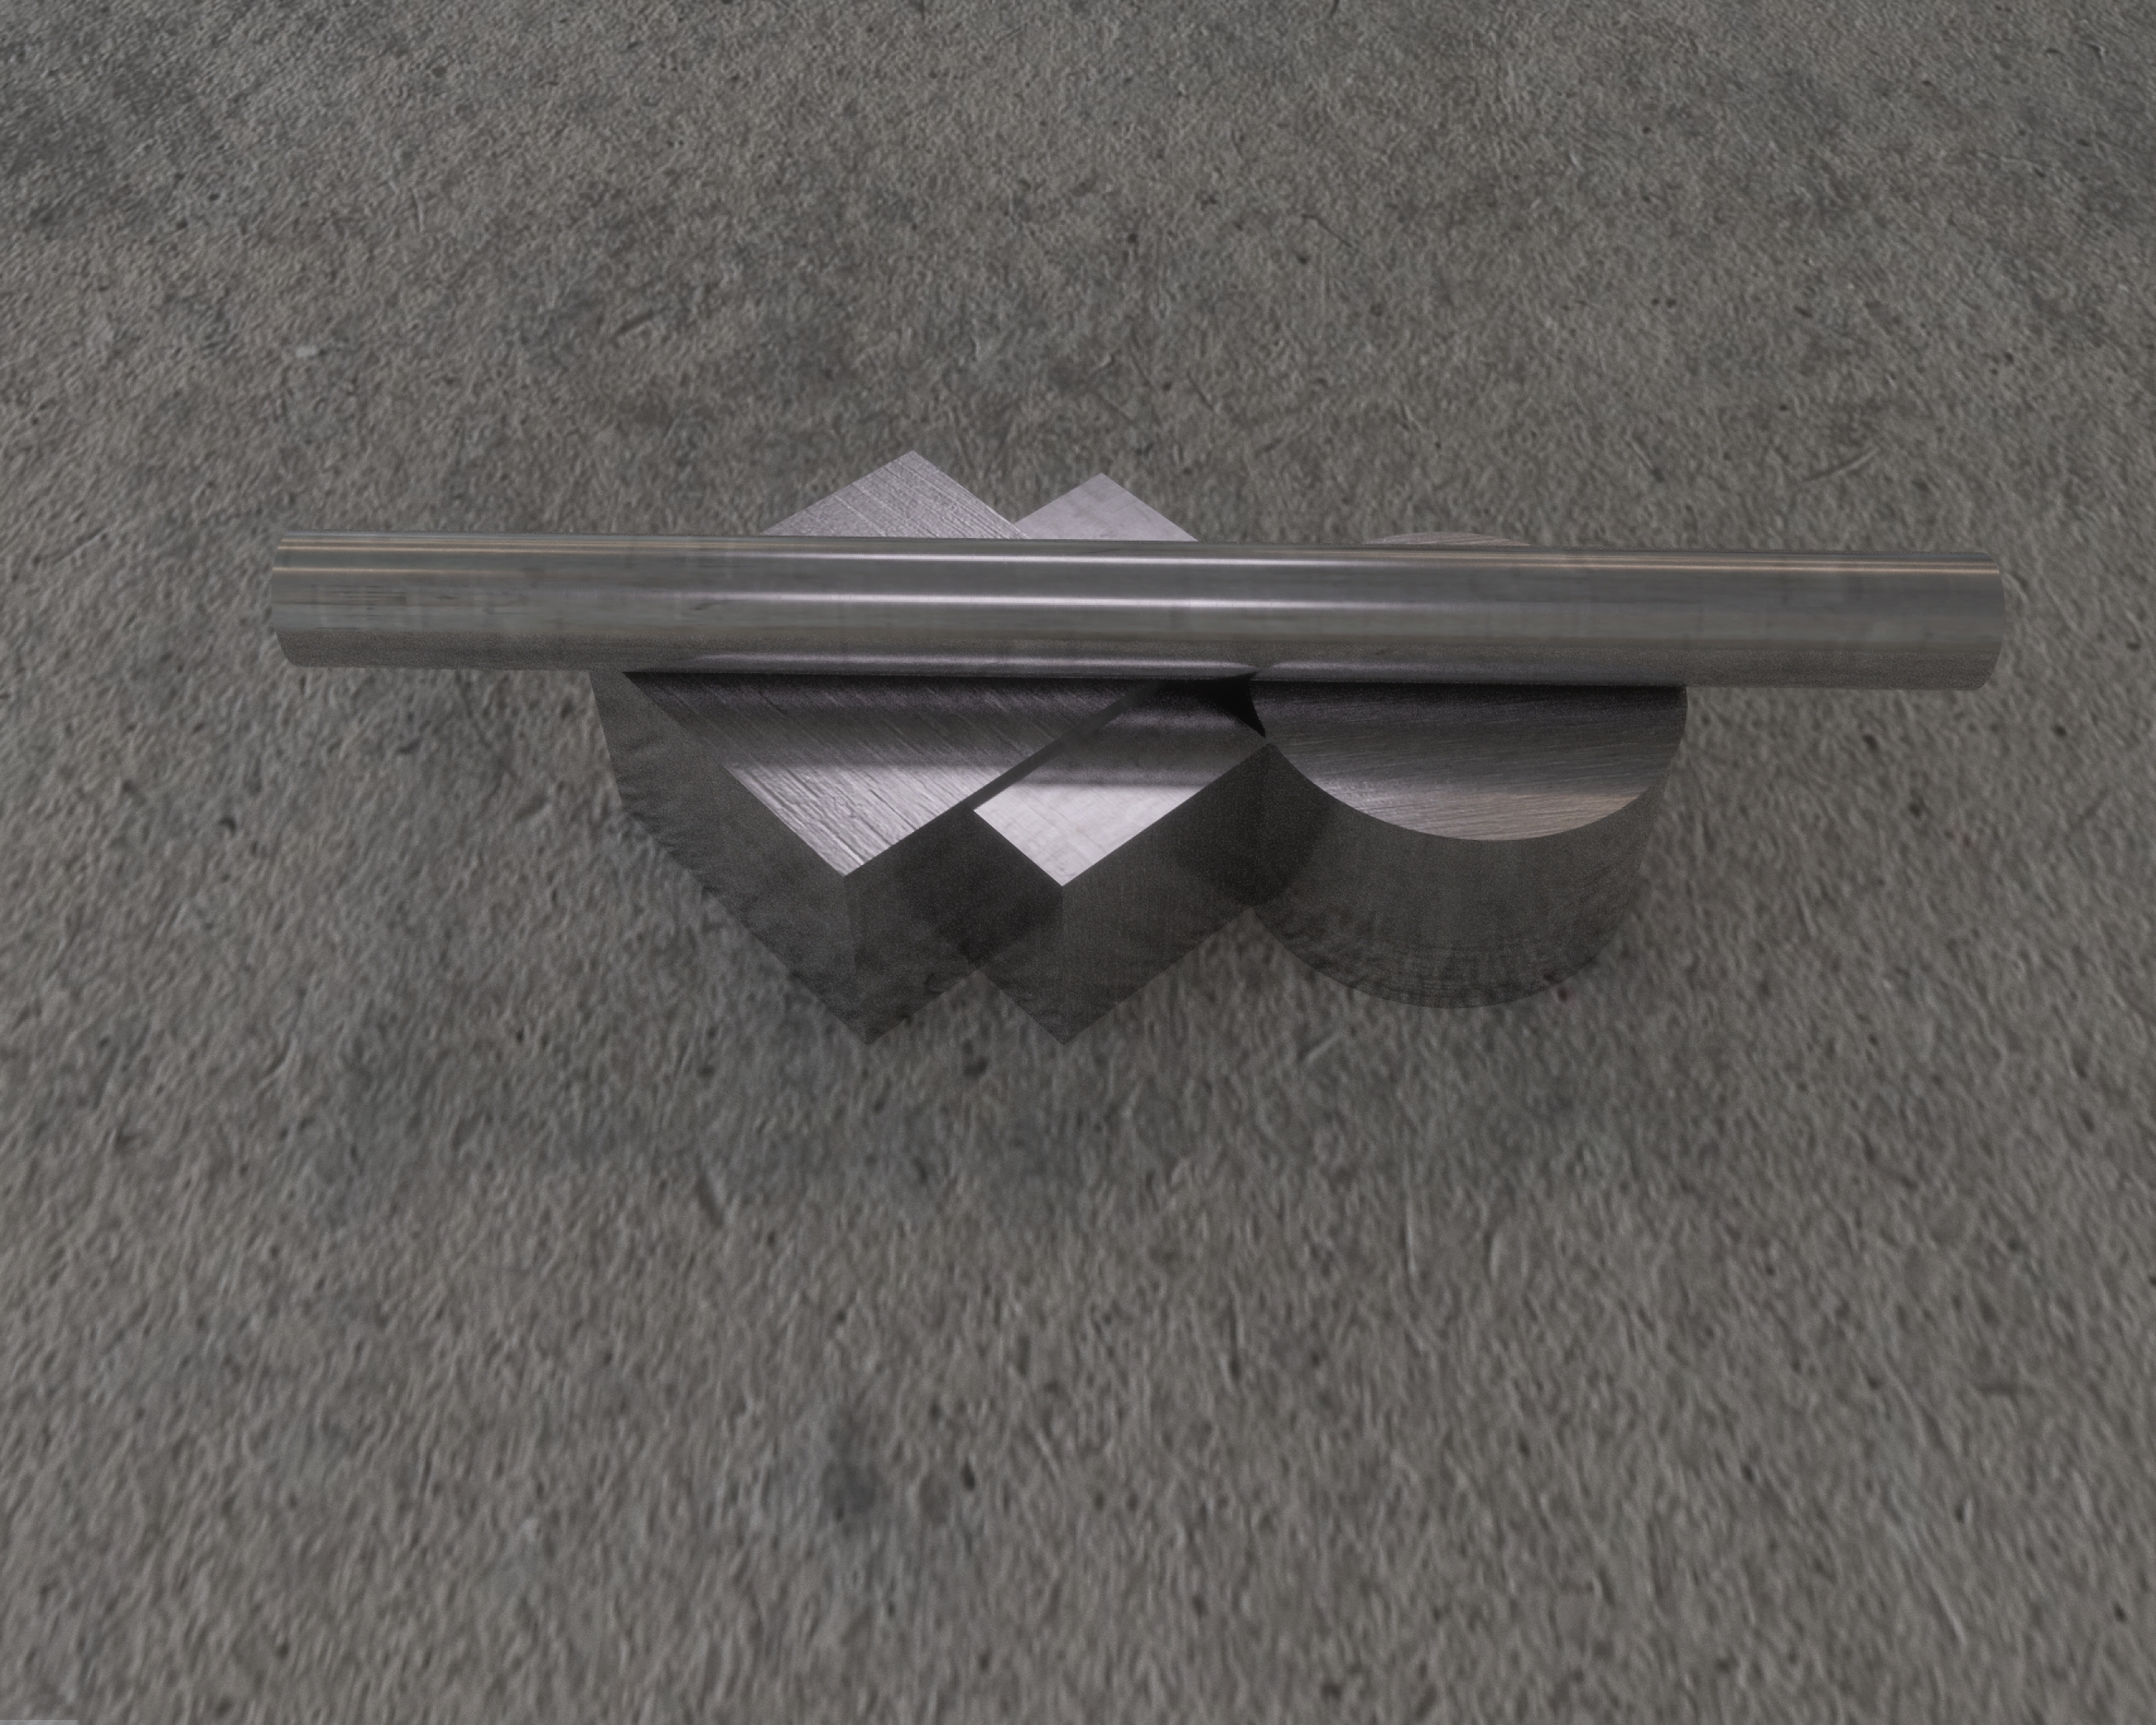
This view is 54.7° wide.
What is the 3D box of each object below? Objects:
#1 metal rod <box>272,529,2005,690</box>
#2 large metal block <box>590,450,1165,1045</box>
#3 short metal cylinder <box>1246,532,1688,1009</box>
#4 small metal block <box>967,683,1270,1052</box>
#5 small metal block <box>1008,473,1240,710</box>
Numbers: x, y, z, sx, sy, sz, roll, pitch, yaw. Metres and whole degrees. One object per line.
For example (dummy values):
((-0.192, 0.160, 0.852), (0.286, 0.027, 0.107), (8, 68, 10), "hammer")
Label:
((0.010, -0.045, 0.376), (0.302, 0.025, 0.025), (1, 50, 0), "metal rod")
((-0.037, -0.025, 0.407), (0.080, 0.050, 0.080), (-35, 58, -26), "large metal block")
((0.072, -0.019, 0.404), (0.081, 0.050, 0.080), (0, 50, 0), "short metal cylinder")
((0.007, 0.000, 0.390), (0.050, 0.050, 0.025), (-35, 59, -26), "small metal block")
((0.012, -0.043, 0.425), (0.025, 0.050, 0.050), (-35, 59, -26), "small metal block")
